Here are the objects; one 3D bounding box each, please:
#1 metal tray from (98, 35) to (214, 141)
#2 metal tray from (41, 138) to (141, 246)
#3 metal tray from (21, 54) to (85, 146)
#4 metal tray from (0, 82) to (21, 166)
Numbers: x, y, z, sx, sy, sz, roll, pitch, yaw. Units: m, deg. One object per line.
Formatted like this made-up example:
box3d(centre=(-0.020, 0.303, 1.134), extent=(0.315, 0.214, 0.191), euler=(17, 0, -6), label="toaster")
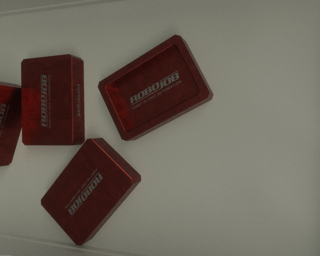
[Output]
box3d(centre=(-0.008, -0.050, 0.409), extent=(0.130, 0.030, 0.090), euler=(-28, 81, 17), label="metal tray")
box3d(centre=(-0.100, 0.089, 0.442), extent=(0.090, 0.030, 0.130), euler=(43, 103, 14), label="metal tray")
box3d(centre=(-0.160, -0.039, 0.463), extent=(0.090, 0.030, 0.129), euler=(-1, 90, 19), label="metal tray")
box3d(centre=(-0.252, -0.005, 0.462), extent=(0.030, 0.090, 0.129), euler=(21, 97, 18), label="metal tray")
